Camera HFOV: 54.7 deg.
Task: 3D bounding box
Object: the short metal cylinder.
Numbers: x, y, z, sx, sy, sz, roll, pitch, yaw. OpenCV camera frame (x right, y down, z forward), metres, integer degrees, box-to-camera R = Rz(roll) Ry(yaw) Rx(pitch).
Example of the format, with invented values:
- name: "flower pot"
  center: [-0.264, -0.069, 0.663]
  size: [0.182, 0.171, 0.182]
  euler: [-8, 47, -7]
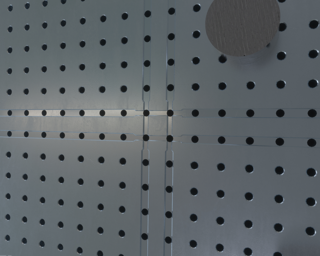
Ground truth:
- name: "short metal cylinder"
  center: [0.098, -0.119, 0.365]
  size: [0.080, 0.050, 0.079]
  euler: [0, 90, 20]
